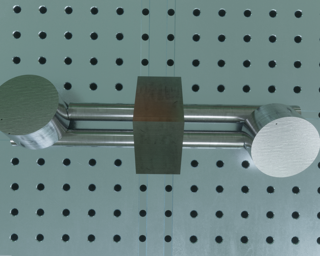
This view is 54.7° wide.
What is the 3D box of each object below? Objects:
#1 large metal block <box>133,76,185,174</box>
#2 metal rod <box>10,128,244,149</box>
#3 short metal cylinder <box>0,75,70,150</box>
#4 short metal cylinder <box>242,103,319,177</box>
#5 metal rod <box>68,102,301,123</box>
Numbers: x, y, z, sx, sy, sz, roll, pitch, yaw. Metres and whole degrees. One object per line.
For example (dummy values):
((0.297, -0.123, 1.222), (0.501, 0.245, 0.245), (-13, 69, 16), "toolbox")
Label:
((-0.001, -0.004, 0.356), (0.050, 0.080, 0.079), (1, 132, 0), "large metal block")
((-0.042, 0.014, 0.412), (0.302, 0.025, 0.025), (1, 90, 0), "metal rod")
((-0.159, -0.019, 0.385), (0.081, 0.050, 0.080), (0, 67, -1), "short metal cylinder")
((0.148, 0.014, 0.389), (0.081, 0.050, 0.079), (0, 112, 0), "short metal cylinder")
((0.032, -0.020, 0.413), (0.302, 0.025, 0.025), (1, 90, 0), "metal rod")
